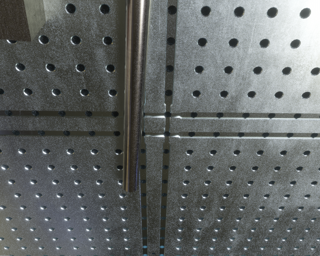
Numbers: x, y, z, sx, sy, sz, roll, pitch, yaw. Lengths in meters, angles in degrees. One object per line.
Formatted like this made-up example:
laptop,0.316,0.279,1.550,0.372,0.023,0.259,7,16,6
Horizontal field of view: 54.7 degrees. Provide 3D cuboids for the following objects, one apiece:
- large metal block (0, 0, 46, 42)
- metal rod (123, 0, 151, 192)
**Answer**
large metal block,-0.158,-0.130,0.282,0.081,0.050,0.079,4,130,-4
metal rod,-0.033,-0.022,0.392,0.025,0.025,0.298,4,130,-4
